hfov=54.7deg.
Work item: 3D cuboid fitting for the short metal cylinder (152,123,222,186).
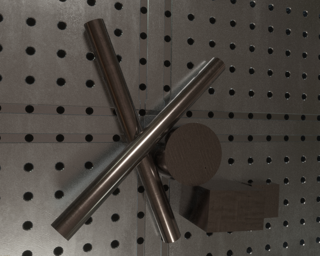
[{"bbox_3d":[0.034,0.034,0.412,0.081,0.050,0.079,0,89,-22],"label":"short metal cylinder"}]

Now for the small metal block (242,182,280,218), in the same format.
[{"bbox_3d":[0.152,0.109,0.471,0.050,0.025,0.050,3,89,-21],"label":"small metal block"}]

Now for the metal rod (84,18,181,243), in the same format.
[{"bbox_3d":[-0.033,0.009,0.401,0.025,0.025,0.298,-22,98,-19],"label":"metal rod"}]

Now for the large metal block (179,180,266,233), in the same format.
[{"bbox_3d":[0.081,0.101,0.415,0.081,0.080,0.050,5,89,-21],"label":"large metal block"}]

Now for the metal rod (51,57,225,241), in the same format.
[{"bbox_3d":[-0.011,0.009,0.384,0.025,0.025,0.301,49,65,-14],"label":"metal rod"}]
